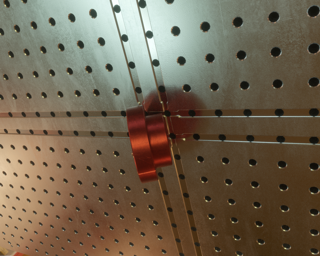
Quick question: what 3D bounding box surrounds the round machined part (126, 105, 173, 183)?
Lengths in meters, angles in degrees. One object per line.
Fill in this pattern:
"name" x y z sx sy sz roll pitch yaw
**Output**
"round machined part" -0.011 0.018 0.394 0.042 0.098 0.097 -12 117 -1
